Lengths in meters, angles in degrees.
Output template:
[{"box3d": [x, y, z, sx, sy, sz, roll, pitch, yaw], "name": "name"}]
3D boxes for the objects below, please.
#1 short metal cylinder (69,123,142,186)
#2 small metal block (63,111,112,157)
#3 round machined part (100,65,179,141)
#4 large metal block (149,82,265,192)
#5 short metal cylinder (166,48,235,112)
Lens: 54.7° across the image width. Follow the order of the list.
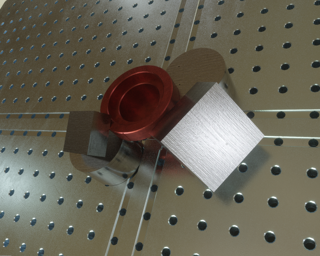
[{"box3d": [-0.071, 0.030, 0.411, 0.080, 0.050, 0.080, -13, 56, 21], "name": "short metal cylinder"}, {"box3d": [-0.087, 0.007, 0.370, 0.050, 0.025, 0.050, 2, 81, 42], "name": "small metal block"}, {"box3d": [-0.022, -0.027, 0.387, 0.098, 0.042, 0.098, -13, 56, 21], "name": "round machined part"}, {"box3d": [0.049, 0.007, 0.334, 0.080, 0.080, 0.050, -47, 17, -5], "name": "large metal block"}, {"box3d": [0.051, -0.056, 0.399, 0.080, 0.050, 0.080, -13, 56, 21], "name": "short metal cylinder"}]
